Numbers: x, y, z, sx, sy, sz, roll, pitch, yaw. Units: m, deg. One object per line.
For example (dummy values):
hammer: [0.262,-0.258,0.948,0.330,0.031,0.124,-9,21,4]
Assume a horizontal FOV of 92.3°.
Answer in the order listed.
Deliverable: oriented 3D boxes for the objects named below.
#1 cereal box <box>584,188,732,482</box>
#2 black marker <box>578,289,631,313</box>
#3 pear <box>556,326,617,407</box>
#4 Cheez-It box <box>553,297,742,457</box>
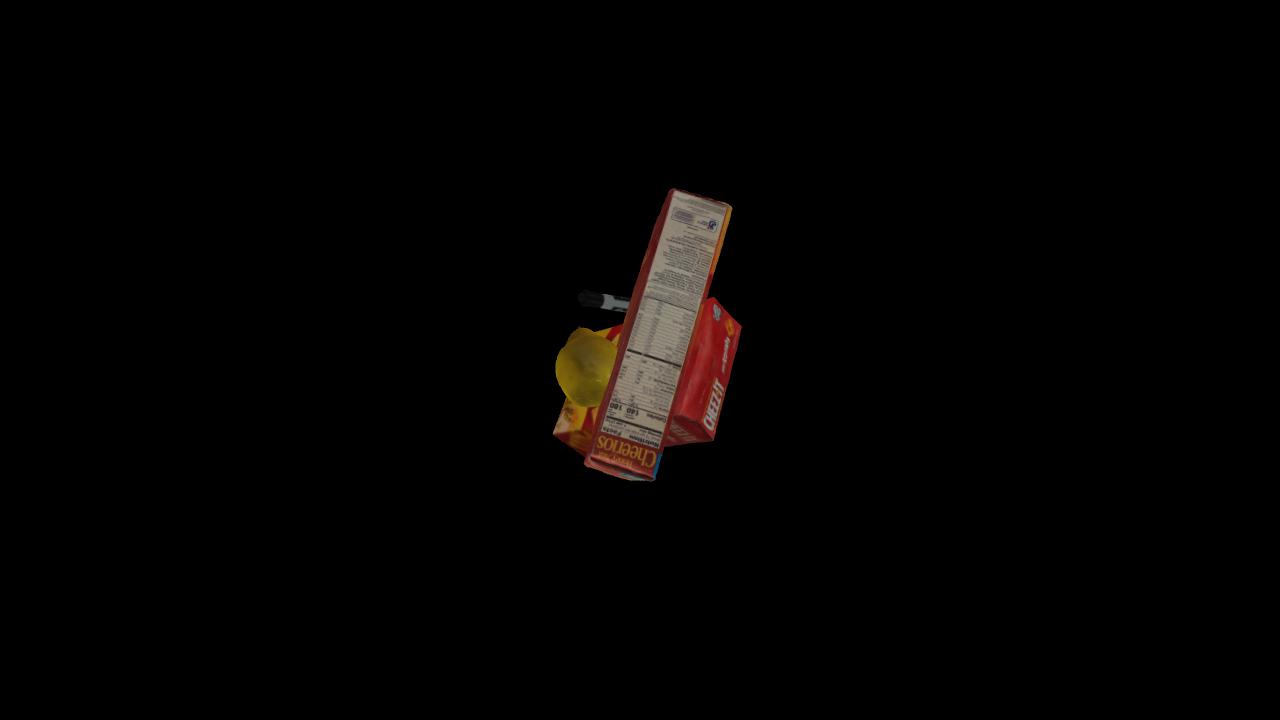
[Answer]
cereal box: [0.014,-0.014,0.715,0.081,0.306,0.203,17,-13,-3]
black marker: [-0.019,-0.065,0.720,0.121,0.020,0.020,6,-4,-37]
pear: [-0.056,-0.006,0.671,0.080,0.111,0.080,-9,-35,-6]
Cheez-It box: [0.006,0.026,0.767,0.223,0.166,0.071,-15,-43,42]
